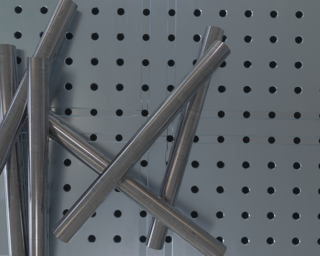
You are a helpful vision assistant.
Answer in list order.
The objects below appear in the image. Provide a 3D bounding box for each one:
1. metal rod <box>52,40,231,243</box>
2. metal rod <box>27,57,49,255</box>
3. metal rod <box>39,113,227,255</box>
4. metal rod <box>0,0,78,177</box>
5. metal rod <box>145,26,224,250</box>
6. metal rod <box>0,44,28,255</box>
[{"bbox_3d":[-0.019,0.012,0.376,0.025,0.025,0.300,41,85,0],"label":"metal rod"},{"bbox_3d":[-0.154,0.063,0.393,0.025,0.025,0.298,3,98,0],"label":"metal rod"},{"bbox_3d":[-0.047,0.067,0.395,0.300,0.025,0.025,36,90,7],"label":"metal rod"},{"bbox_3d":[-0.176,-0.029,0.392,0.025,0.025,0.299,21,82,0],"label":"metal rod"},{"bbox_3d":[0.033,0.013,0.413,0.025,0.025,0.299,16,90,0],"label":"metal rod"},{"bbox_3d":[-0.195,0.041,0.412,0.025,0.025,0.298,-4,90,0],"label":"metal rod"}]
